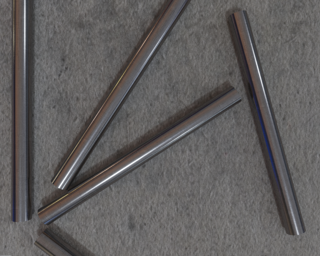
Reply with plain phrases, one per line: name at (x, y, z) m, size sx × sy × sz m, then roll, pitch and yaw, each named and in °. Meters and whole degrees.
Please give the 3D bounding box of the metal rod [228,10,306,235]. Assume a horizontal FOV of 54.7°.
metal rod at (0.142, -0.007, 0.411) m, size 0.025 × 0.025 × 0.298 m, roll -15°, pitch 90°, yaw 0°

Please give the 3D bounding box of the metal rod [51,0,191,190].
metal rod at (-0.051, -0.051, 0.409) m, size 0.025 × 0.025 × 0.299 m, roll 33°, pitch 90°, yaw -1°

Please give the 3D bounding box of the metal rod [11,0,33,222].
metal rod at (-0.181, -0.029, 0.407) m, size 0.025 × 0.025 × 0.298 m, roll 0°, pitch 90°, yaw -1°

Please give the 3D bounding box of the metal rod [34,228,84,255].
metal rod at (-0.038, 0.234, 0.409) m, size 0.300 × 0.025 × 0.025 m, roll 38°, pitch 90°, yaw -1°

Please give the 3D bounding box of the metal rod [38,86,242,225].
metal rod at (-0.026, 0.036, 0.409) m, size 0.301 × 0.025 × 0.025 m, roll -33°, pitch 90°, yaw -1°
